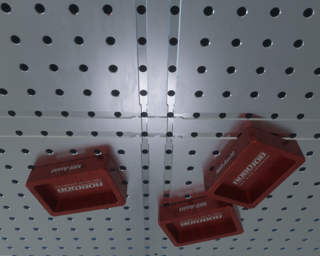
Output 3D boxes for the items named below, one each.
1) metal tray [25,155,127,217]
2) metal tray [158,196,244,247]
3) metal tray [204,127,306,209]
[{"bbox_3d":[-0.127,0.093,0.485,0.130,0.030,0.090,-11,130,9],"label":"metal tray"},{"bbox_3d":[0.072,0.164,0.547,0.130,0.030,0.090,-17,128,14],"label":"metal tray"},{"bbox_3d":[0.136,0.065,0.463,0.091,0.030,0.129,19,128,-16],"label":"metal tray"}]
